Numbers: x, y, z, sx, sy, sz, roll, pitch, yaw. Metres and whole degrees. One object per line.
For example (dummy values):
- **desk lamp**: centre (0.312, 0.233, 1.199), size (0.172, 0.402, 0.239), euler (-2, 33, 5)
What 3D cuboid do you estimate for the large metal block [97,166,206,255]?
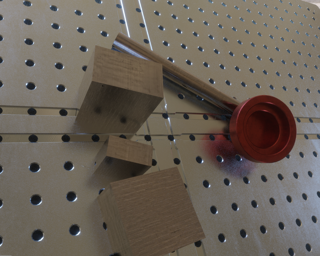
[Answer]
- **large metal block**: centre (-0.011, 0.094, 0.328), size (0.081, 0.050, 0.080), euler (-9, 66, -32)

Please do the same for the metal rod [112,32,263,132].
- **metal rod**: centre (0.066, -0.060, 0.480), size (0.301, 0.025, 0.025), euler (28, 52, -11)

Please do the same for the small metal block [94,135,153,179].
- **small metal block**: centre (-0.041, 0.036, 0.348), size (0.050, 0.050, 0.025), euler (16, 56, -19)

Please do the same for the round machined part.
- **round machined part**: centre (0.147, 0.003, 0.459), size (0.099, 0.042, 0.097), euler (2, 83, -15)

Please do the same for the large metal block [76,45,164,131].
- **large metal block**: centre (-0.050, -0.043, 0.372), size (0.081, 0.080, 0.050), euler (11, 57, -22)
